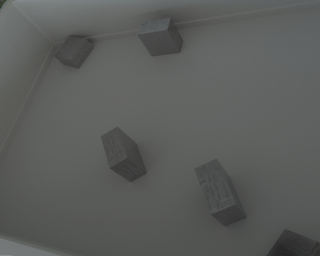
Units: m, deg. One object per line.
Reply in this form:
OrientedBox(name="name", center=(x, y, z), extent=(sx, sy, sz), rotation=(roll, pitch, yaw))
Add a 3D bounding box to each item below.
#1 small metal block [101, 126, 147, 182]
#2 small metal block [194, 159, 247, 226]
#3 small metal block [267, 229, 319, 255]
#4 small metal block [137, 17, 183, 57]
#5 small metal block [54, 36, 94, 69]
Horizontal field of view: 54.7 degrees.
OrientedBox(name="small metal block", center=(-0.045, 0.034, 0.393), extent=(0.025, 0.050, 0.050), rotation=(-31, 52, 9))
OrientedBox(name="small metal block", center=(0.062, 0.067, 0.316), extent=(0.025, 0.050, 0.050), rotation=(-27, 53, 12))
OrientedBox(name="small metal block", center=(0.111, 0.116, 0.256), extent=(0.025, 0.050, 0.050), rotation=(39, 80, 0))
OrientedBox(name="small metal block", center=(0.001, -0.138, 0.474), extent=(0.050, 0.050, 0.025), rotation=(0, 62, 28))
OrientedBox(name="small metal block", center=(-0.160, -0.142, 0.577), extent=(0.050, 0.025, 0.050), rotation=(20, 72, 35))
